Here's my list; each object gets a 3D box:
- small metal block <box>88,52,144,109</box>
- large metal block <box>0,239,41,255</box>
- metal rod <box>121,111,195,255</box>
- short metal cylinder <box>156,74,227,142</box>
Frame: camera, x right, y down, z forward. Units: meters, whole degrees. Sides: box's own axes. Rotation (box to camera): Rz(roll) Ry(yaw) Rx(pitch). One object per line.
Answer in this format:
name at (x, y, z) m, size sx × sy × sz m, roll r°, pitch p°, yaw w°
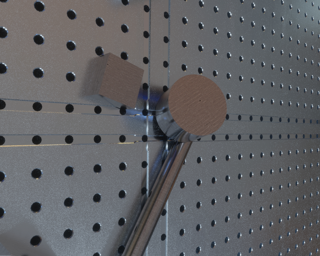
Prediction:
small metal block at (-0.051, -0.054, 0.368) m, size 0.050 × 0.025 × 0.050 m, roll 21°, pitch 77°, yaw -38°
large metal block at (-0.133, 0.160, 0.283) m, size 0.080 × 0.050 × 0.080 m, roll 42°, pitch 64°, yaw -32°
metal rod at (-0.003, 0.093, 0.408) m, size 0.025 × 0.025 × 0.300 m, roll 40°, pitch 66°, yaw -33°
short metal cylinder at (0.040, -0.024, 0.410) m, size 0.081 × 0.050 × 0.080 m, roll 5°, pitch 76°, yaw -18°
